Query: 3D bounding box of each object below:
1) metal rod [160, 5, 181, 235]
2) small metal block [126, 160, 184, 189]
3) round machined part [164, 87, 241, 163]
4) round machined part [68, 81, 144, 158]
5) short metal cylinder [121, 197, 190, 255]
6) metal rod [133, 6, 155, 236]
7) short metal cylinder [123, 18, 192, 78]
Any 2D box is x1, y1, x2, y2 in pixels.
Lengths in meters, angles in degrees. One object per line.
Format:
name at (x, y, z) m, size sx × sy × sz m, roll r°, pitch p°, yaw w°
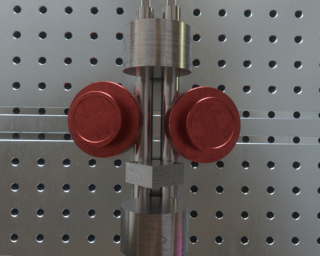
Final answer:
metal rod at (0.013, -0.009, 0.412) m, size 0.025 × 0.025 × 0.298 m, roll 1°, pitch 90°, yaw 0°
small metal block at (-0.006, 0.055, 0.377) m, size 0.050 × 0.050 × 0.025 m, roll 1°, pitch 90°, yaw -42°
round machined part at (0.059, -0.004, 0.392) m, size 0.099 × 0.042 × 0.097 m, roll 0°, pitch 90°, yaw -15°
round machined part at (-0.073, -0.011, 0.392) m, size 0.098 × 0.042 × 0.097 m, roll 0°, pitch 90°, yaw 14°
short metal cylinder at (-0.006, 0.115, 0.364) m, size 0.081 × 0.080 × 0.050 m, roll 1°, pitch 90°, yaw 0°
metal rod at (-0.022, -0.008, 0.412) m, size 0.025 × 0.025 × 0.298 m, roll 1°, pitch 90°, yaw 0°
short metal cylinder at (-0.003, -0.090, 0.363) m, size 0.081 × 0.080 × 0.050 m, roll 1°, pitch 90°, yaw 0°
